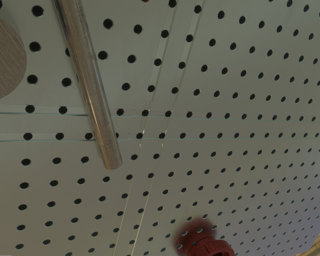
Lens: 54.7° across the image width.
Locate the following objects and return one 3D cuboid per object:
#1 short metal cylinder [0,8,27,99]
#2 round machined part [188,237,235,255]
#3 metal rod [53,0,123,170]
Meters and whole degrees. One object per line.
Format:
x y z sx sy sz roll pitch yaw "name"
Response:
-0.160 -0.067 0.266 0.081 0.050 0.079 -14 124 -21 "short metal cylinder"
0.095 0.257 0.614 0.099 0.042 0.097 -14 125 -21 "round machined part"
-0.080 -0.074 0.322 0.025 0.025 0.298 -21 127 -17 "metal rod"
